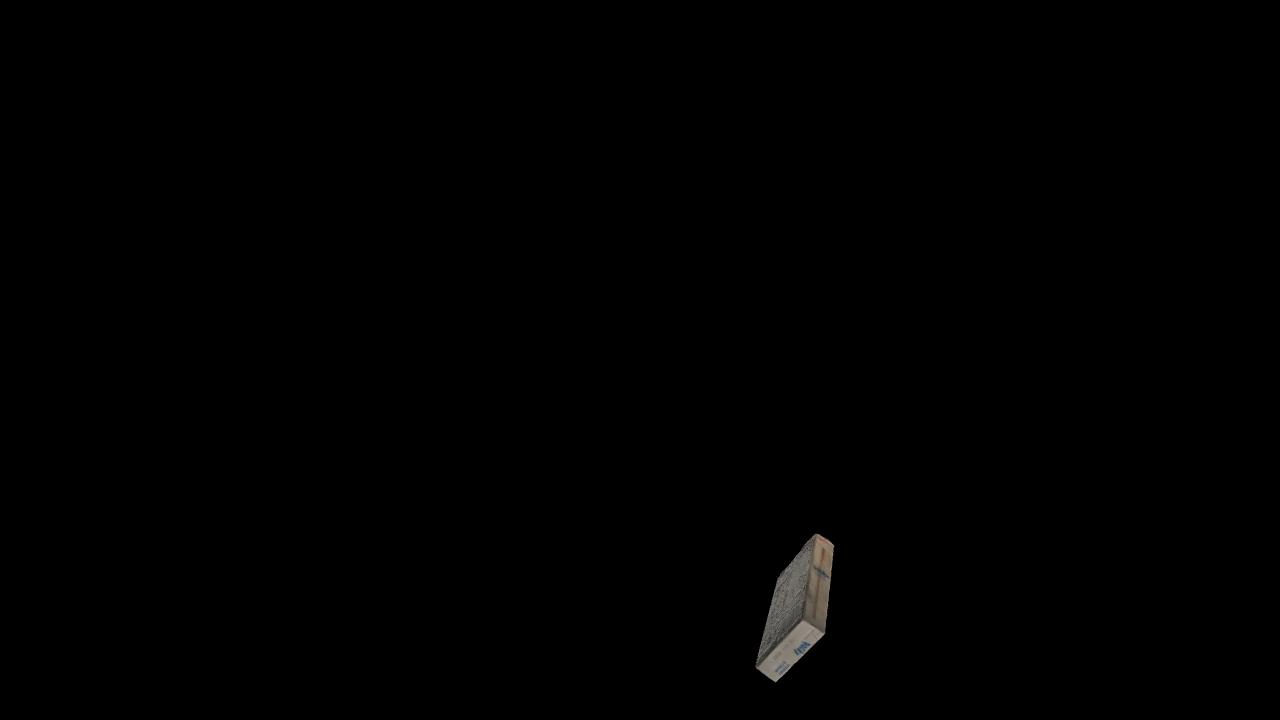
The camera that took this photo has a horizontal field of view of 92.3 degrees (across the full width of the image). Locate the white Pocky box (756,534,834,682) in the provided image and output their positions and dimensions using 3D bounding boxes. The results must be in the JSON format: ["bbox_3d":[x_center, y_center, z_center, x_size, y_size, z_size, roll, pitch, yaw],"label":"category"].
[{"bbox_3d":[0.167,0.256,0.651,0.028,0.084,0.154,34,25,9],"label":"white Pocky box"}]
